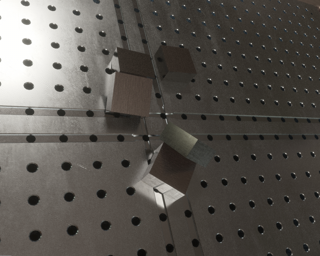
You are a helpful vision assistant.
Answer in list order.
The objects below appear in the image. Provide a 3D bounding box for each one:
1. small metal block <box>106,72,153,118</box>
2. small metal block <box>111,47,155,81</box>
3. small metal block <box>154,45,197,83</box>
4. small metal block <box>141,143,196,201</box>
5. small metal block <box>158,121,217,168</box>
[{"bbox_3d":[-0.040,-0.042,0.401,0.050,0.025,0.050,8,85,-24],"label":"small metal block"},{"bbox_3d":[-0.038,-0.083,0.434,0.050,0.025,0.050,8,48,-25],"label":"small metal block"},{"bbox_3d":[0.024,-0.099,0.483,0.050,0.025,0.050,0,62,-29],"label":"small metal block"},{"bbox_3d":[0.012,0.053,0.384,0.050,0.025,0.050,32,51,-8],"label":"small metal block"},{"bbox_3d":[0.035,0.021,0.387,0.050,0.025,0.050,34,3,40],"label":"small metal block"}]
